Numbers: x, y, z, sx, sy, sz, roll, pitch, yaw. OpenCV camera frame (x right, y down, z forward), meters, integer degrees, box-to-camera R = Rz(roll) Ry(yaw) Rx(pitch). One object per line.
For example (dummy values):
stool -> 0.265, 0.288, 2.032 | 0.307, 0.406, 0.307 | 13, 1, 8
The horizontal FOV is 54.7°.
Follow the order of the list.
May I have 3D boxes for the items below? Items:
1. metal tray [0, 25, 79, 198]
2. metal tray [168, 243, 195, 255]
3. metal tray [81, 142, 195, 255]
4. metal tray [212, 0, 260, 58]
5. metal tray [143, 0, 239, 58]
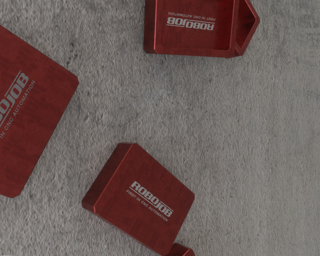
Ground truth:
metal tray -> -0.144, -0.014, 0.281 | 0.090, 0.030, 0.130 | 35, 68, -35
metal tray -> 0.027, 0.238, 0.424 | 0.091, 0.030, 0.129 | -36, 112, -34
metal tray -> -0.020, 0.089, 0.384 | 0.130, 0.030, 0.090 | 45, 63, -31
metal tray -> 0.101, -0.186, 0.485 | 0.130, 0.030, 0.090 | 44, 63, -31
metal tray -> 0.044, -0.142, 0.412 | 0.131, 0.030, 0.089 | -5, 105, -30
